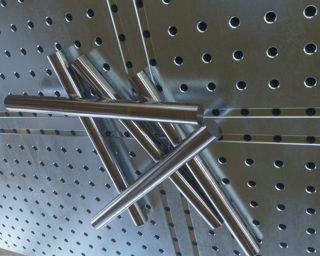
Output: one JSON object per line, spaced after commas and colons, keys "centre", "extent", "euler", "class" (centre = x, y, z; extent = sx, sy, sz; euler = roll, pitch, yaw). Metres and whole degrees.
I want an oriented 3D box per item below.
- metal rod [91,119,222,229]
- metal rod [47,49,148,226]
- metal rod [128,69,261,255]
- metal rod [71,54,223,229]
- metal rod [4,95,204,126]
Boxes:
{"centre": [-0.023, 0.081, 0.439], "extent": [0.025, 0.025, 0.299], "euler": [44, 129, -3], "class": "metal rod"}
{"centre": [-0.087, 0.027, 0.471], "extent": [0.025, 0.025, 0.299], "euler": [-10, 114, 32], "class": "metal rod"}
{"centre": [0.052, 0.054, 0.416], "extent": [0.025, 0.025, 0.299], "euler": [-25, 105, 36], "class": "metal rod"}
{"centre": [-0.012, 0.023, 0.430], "extent": [0.025, 0.025, 0.300], "euler": [-34, 100, 38], "class": "metal rod"}
{"centre": [-0.091, -0.027, 0.408], "extent": [0.301, 0.025, 0.025], "euler": [5, 121, 25], "class": "metal rod"}
